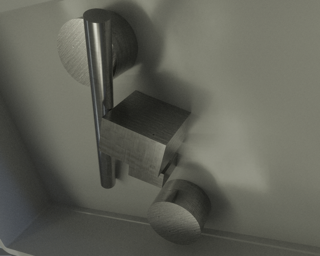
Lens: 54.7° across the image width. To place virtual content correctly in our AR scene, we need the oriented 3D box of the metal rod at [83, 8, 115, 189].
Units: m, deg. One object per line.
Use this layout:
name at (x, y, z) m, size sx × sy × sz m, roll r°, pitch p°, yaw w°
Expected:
metal rod at (-0.071, -0.007, 0.393) m, size 0.025 × 0.025 × 0.298 m, roll 24°, pitch 142°, yaw 13°

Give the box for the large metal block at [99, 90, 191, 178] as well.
large metal block at (-0.018, 0.004, 0.383) m, size 0.080 × 0.080 × 0.050 m, roll 23°, pitch 127°, yaw 14°

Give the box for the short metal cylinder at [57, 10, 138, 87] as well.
short metal cylinder at (-0.074, -0.095, 0.371) m, size 0.080 × 0.050 × 0.079 m, roll 13°, pitch 124°, yaw 20°

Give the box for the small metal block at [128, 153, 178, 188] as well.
small metal block at (-0.009, 0.050, 0.426) m, size 0.050 × 0.050 × 0.025 m, roll 19°, pitch 126°, yaw 17°

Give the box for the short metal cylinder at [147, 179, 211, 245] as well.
short metal cylinder at (0.029, 0.122, 0.452) m, size 0.080 × 0.050 × 0.079 m, roll 13°, pitch 124°, yaw 20°
